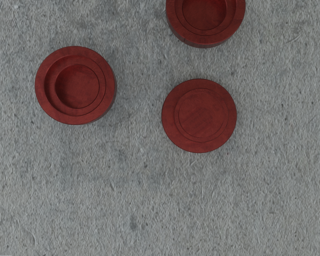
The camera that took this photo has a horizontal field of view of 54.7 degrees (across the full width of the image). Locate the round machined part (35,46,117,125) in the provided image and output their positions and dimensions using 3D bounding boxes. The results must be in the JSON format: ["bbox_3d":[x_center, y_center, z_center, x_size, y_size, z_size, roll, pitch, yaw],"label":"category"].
[{"bbox_3d":[-0.105,-0.053,0.400,0.099,0.042,0.097,0,90,0],"label":"round machined part"}]

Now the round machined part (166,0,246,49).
[{"bbox_3d":[0.056,-0.151,0.402,0.099,0.042,0.097,0,90,0],"label":"round machined part"}]

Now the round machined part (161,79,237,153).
[{"bbox_3d":[0.051,-0.016,0.402,0.099,0.042,0.097,0,90,0],"label":"round machined part"}]
